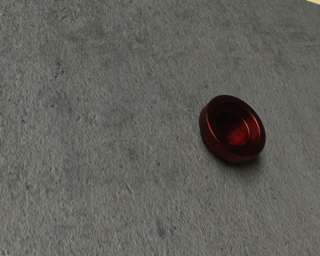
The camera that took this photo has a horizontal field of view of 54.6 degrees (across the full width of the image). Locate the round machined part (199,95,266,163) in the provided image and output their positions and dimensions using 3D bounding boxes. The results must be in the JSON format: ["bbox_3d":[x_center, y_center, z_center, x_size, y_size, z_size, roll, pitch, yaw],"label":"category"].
[{"bbox_3d":[0.097,0.005,0.442,0.099,0.042,0.098,13,56,-21],"label":"round machined part"}]
